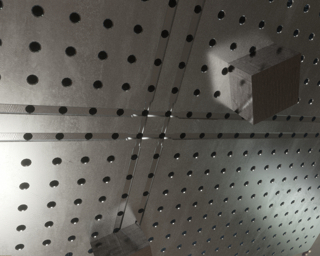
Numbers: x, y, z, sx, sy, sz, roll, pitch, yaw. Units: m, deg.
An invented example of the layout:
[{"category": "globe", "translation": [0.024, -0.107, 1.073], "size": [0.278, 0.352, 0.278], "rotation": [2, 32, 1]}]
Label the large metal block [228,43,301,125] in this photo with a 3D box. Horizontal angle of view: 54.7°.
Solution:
[{"category": "large metal block", "translation": [0.148, -0.063, 0.439], "size": [0.081, 0.050, 0.080], "rotation": [-25, 128, -13]}]

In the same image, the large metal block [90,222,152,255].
[{"category": "large metal block", "translation": [-0.057, 0.210, 0.495], "size": [0.081, 0.050, 0.079], "rotation": [-20, 126, -17]}]
